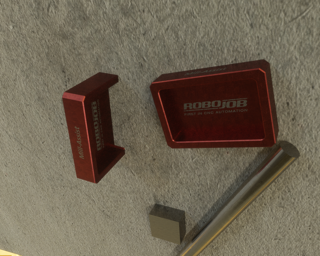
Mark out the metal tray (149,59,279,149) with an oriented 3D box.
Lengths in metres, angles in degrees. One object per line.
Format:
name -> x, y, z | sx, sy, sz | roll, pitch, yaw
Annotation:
metal tray -> 0.061, -0.023, 0.356 | 0.130, 0.030, 0.089 | -3, 117, 29

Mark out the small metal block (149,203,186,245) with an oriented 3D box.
small metal block -> 0.013, 0.153, 0.493 | 0.050, 0.025, 0.050 | 9, 122, 23

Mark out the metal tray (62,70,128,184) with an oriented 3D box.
metal tray -> -0.082, -0.002, 0.420 | 0.030, 0.090, 0.129 | 12, 123, 21

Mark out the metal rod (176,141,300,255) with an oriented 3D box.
metal rod -> 0.089, 0.127, 0.437 | 0.025, 0.025, 0.298 | 33, 129, 6
